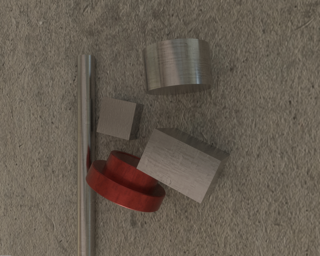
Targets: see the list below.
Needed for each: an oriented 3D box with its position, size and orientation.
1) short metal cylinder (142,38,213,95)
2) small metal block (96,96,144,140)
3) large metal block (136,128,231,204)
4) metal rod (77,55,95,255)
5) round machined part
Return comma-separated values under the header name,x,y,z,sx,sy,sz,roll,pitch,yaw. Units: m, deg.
name,x,y,z,sx,sy,sz,roll,pitch,yaw
short metal cylinder,0.021,-0.070,0.372,0.080,0.080,0.050,-6,88,19
small metal block,-0.055,-0.014,0.427,0.050,0.025,0.050,13,94,19
large metal block,0.032,0.039,0.368,0.080,0.080,0.050,26,99,18
metal rod,-0.106,0.047,0.444,0.025,0.025,0.298,0,90,19
round machined part,-0.037,0.060,0.383,0.098,0.098,0.042,25,94,18
